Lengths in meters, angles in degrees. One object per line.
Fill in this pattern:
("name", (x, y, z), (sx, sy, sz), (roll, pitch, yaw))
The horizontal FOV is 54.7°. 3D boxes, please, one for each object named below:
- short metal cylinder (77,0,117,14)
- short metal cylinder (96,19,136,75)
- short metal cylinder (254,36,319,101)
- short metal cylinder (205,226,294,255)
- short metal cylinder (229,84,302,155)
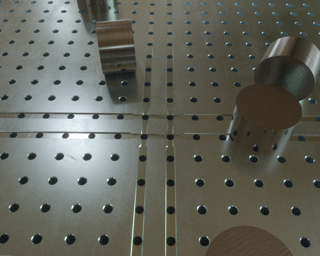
("short metal cylinder", (-0.128, -0.272, 0.619), (0.081, 0.050, 0.080), (0, 50, 0))
("short metal cylinder", (-0.067, -0.124, 0.476), (0.050, 0.080, 0.080), (-7, 51, -6))
("short metal cylinder", (0.182, -0.082, 0.442), (0.080, 0.080, 0.050), (23, 54, 18))
("short metal cylinder", (0.077, 0.136, 0.277), (0.081, 0.050, 0.080), (0, 50, 0))
("short metal cylinder", (0.135, -0.012, 0.402), (0.081, 0.050, 0.080), (0, 50, 0))
